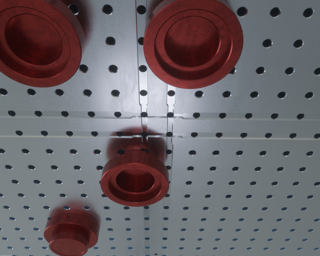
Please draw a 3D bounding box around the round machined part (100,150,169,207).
[{"bbox_3d":[-0.036,0.071,0.460,0.099,0.042,0.097,0,130,0],"label":"round machined part"}]

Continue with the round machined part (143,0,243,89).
[{"bbox_3d":[0.033,-0.093,0.322,0.099,0.042,0.097,0,130,0],"label":"round machined part"}]

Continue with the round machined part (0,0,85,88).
[{"bbox_3d":[-0.127,-0.094,0.320,0.099,0.042,0.097,0,130,0],"label":"round machined part"}]

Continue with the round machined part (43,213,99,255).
[{"bbox_3d":[-0.164,0.203,0.571,0.099,0.042,0.097,0,130,0],"label":"round machined part"}]
